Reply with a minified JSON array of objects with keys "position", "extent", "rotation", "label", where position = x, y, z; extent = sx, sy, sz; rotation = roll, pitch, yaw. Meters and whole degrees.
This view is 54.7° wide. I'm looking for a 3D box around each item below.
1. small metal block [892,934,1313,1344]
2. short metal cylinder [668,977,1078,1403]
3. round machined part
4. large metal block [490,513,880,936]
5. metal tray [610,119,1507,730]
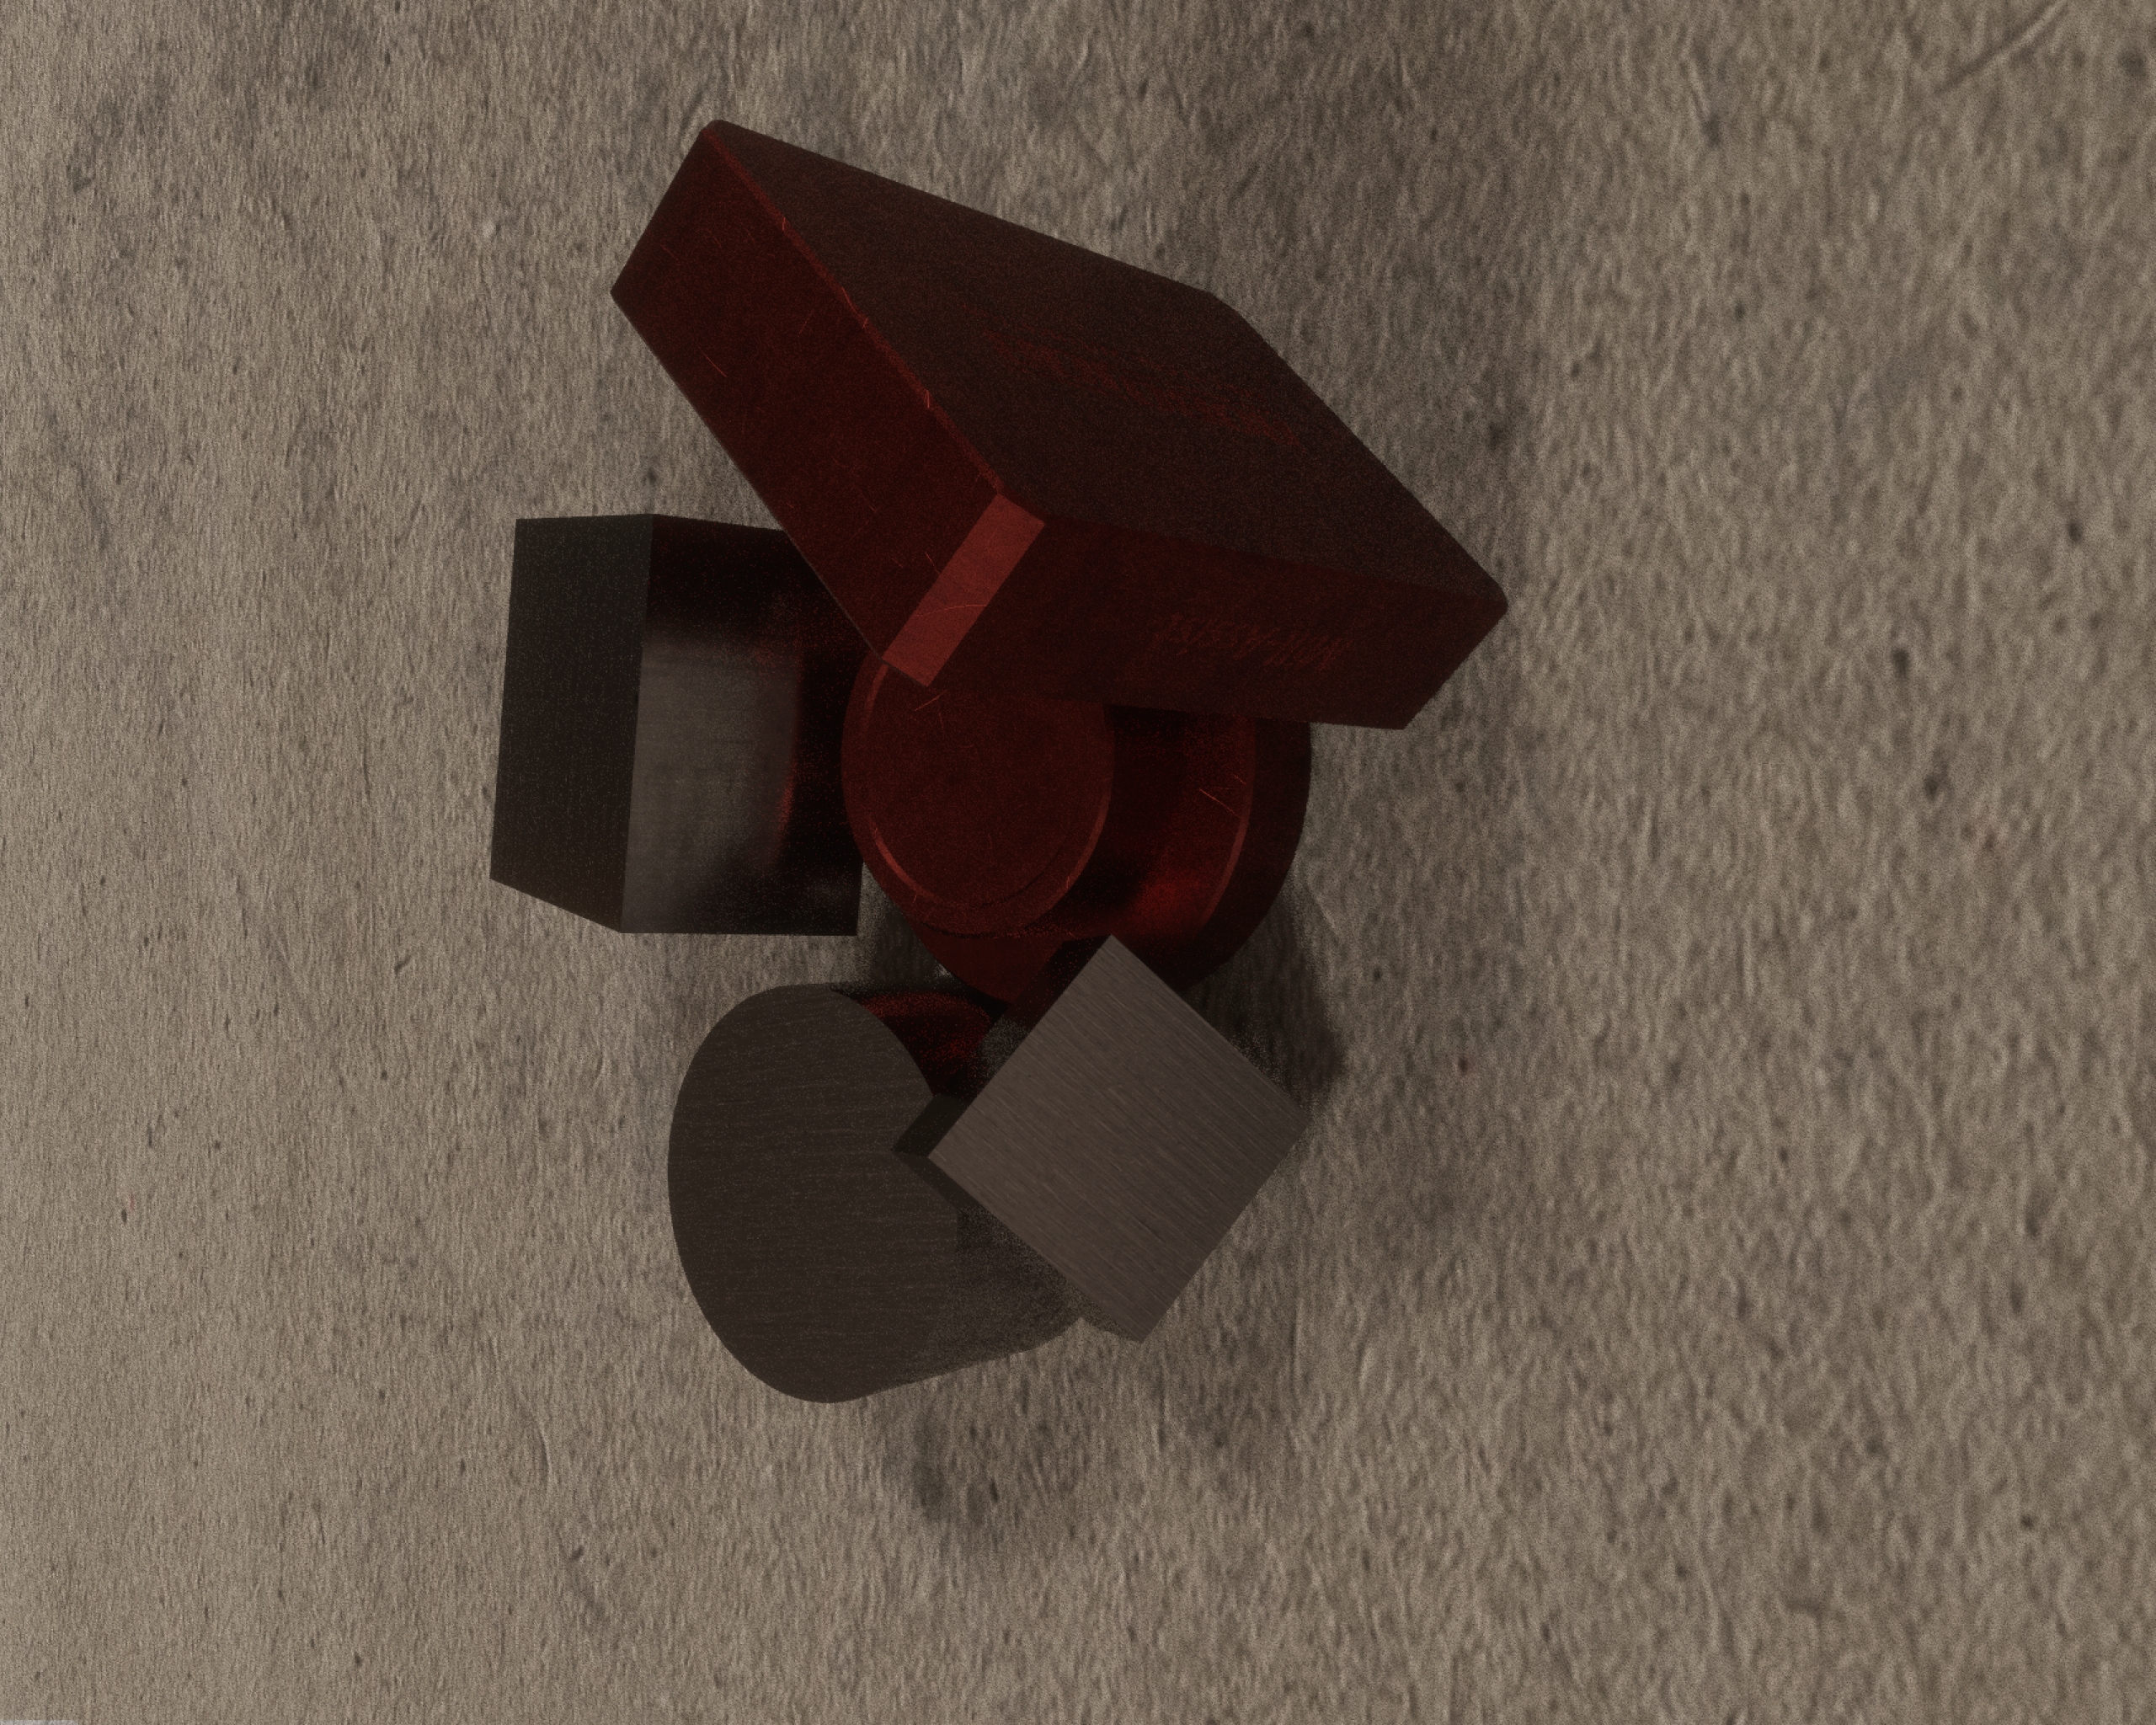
[{"position":[0.004,0.048,0.371],"extent":[0.050,0.050,0.025],"rotation":[43,163,-11],"label":"small metal block"},{"position":[-0.036,0.063,0.418],"extent":[0.080,0.050,0.079],"rotation":[0,90,39],"label":"short metal cylinder"},{"position":[-0.007,-0.020,0.400],"extent":[0.098,0.042,0.097],"rotation":[0,90,39],"label":"round machined part"},{"position":[-0.084,-0.030,0.441],"extent":[0.080,0.050,0.079],"rotation":[13,99,56],"label":"large metal block"},{"position":[0.002,-0.065,0.333],"extent":[0.030,0.131,0.090],"rotation":[-52,60,27],"label":"metal tray"}]
